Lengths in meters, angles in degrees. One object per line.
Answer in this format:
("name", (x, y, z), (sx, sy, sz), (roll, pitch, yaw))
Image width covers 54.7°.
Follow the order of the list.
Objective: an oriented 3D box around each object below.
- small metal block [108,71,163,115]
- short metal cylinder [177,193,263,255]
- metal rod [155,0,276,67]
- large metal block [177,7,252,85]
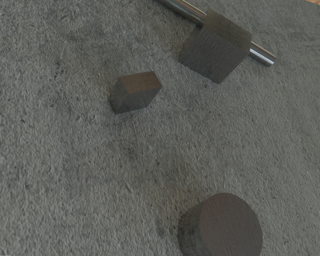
("small metal block", (-0.033, -0.045, 0.397), (0.050, 0.050, 0.025), (-17, 71, -35))
("short metal cylinder", (0.067, 0.120, 0.351), (0.081, 0.050, 0.080), (14, 56, -21))
("metal rod", (0.083, -0.195, 0.566), (0.301, 0.025, 0.025), (27, 53, -12))
("large metal block", (0.086, -0.127, 0.492), (0.080, 0.080, 0.050), (27, 53, -12))
